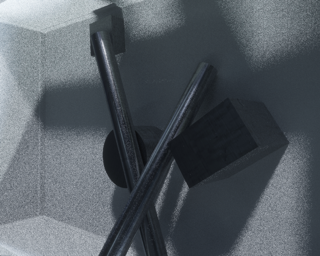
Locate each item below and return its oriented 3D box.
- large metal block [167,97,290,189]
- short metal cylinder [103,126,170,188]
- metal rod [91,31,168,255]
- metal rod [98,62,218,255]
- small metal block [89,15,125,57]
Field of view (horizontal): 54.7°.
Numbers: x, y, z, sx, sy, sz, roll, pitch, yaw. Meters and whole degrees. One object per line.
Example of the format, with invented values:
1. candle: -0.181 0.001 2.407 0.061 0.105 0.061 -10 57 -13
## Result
1. large metal block: 0.069 0.015 0.313 0.080 0.081 0.050 -39 66 33
2. short metal cylinder: -0.031 0.037 0.414 0.080 0.050 0.079 0 90 39
3. metal rod: -0.038 0.022 0.370 0.025 0.025 0.299 -25 75 37
4. metal rod: -0.012 0.061 0.335 0.025 0.025 0.299 19 77 38
5. small metal block: -0.080 -0.137 0.471 0.050 0.025 0.050 -5 87 39
